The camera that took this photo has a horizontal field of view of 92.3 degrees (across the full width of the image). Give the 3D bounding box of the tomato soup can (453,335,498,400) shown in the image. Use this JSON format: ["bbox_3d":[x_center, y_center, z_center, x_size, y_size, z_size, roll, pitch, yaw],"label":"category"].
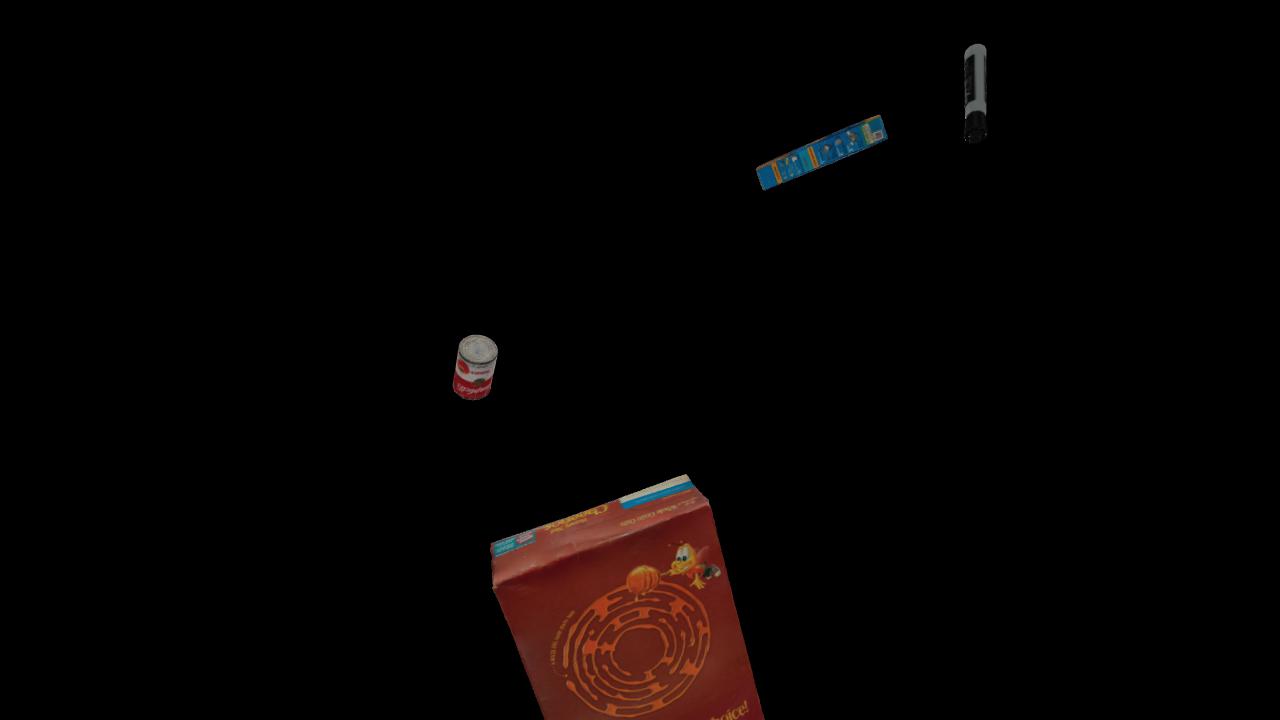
[{"bbox_3d":[-0.286,0.013,1.070,0.068,0.068,0.101,0,-42,-24],"label":"tomato soup can"}]

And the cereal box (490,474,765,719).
[{"bbox_3d":[-0.002,0.286,0.602,0.203,0.306,0.081,-19,16,-10],"label":"cereal box"}]

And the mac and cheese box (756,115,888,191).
[{"bbox_3d":[0.272,-0.312,0.929,0.184,0.041,0.093,-18,15,23],"label":"mac and cheese box"}]

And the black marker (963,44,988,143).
[{"bbox_3d":[0.308,-0.245,0.565,0.020,0.121,0.020,13,-27,7],"label":"black marker"}]
